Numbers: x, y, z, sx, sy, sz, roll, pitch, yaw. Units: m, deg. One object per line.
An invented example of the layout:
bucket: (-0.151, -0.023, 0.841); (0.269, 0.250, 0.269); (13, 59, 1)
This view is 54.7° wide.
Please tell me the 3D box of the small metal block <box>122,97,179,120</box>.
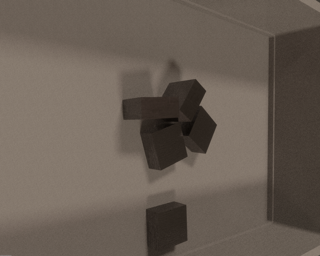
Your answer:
small metal block: (-0.012, -0.024, 0.377); (0.050, 0.050, 0.025); (-4, 93, -31)

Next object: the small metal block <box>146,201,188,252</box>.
small metal block: (0.010, 0.131, 0.417); (0.050, 0.025, 0.050); (-4, 93, -40)

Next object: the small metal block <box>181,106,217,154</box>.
small metal block: (0.053, 0.002, 0.448); (0.050, 0.025, 0.050); (44, 61, -40)

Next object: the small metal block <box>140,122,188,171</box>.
small metal block: (0.006, 0.023, 0.414); (0.050, 0.025, 0.050); (-22, 104, -38)

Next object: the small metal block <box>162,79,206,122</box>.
small metal block: (0.027, -0.036, 0.415); (0.025, 0.050, 0.050); (43, 64, -33)
